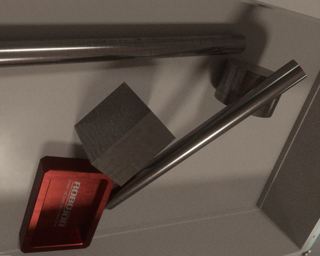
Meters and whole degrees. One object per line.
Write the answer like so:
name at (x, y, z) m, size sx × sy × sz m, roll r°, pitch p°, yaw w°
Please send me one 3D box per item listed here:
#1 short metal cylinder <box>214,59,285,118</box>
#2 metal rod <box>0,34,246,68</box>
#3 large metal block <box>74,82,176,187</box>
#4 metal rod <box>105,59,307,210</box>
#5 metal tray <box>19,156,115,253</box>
short metal cylinder at (0.118, -0.054, 0.407) m, size 0.081 × 0.080 × 0.050 m, roll 3°, pitch 117°, yaw -31°
metal rod at (-0.033, -0.087, 0.337) m, size 0.303 × 0.025 × 0.025 m, roll -9°, pitch 123°, yaw -24°
large metal block at (-0.042, 0.004, 0.354) m, size 0.080 × 0.080 × 0.050 m, roll -42°, pitch 130°, yaw 0°
metal rod at (0.040, 0.019, 0.388) m, size 0.300 × 0.025 × 0.025 m, roll -37°, pitch 132°, yaw 19°
metal tray at (-0.121, 0.101, 0.402) m, size 0.091 × 0.030 × 0.129 m, roll 9°, pitch 114°, yaw -33°
